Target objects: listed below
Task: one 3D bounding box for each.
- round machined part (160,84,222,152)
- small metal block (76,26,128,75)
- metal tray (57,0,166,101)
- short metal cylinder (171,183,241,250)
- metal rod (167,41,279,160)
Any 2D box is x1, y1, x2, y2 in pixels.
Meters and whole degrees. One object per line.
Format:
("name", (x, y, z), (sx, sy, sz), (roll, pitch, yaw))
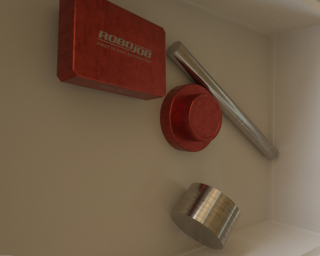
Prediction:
("round machined part", (0.051, -0.014, 0.441), (0.099, 0.042, 0.097), (0, 90, -40))
("small metal block", (-0.060, -0.085, 0.357), (0.050, 0.025, 0.050), (-33, 111, -35))
("metal tray", (-0.047, -0.086, 0.348), (0.131, 0.030, 0.090), (8, 79, -47))
("short metal cylinder", (0.062, 0.121, 0.426), (0.050, 0.080, 0.080), (-51, 120, -28))
("metal rod", (0.116, -0.030, 0.506), (0.301, 0.025, 0.025), (39, 66, -33))
